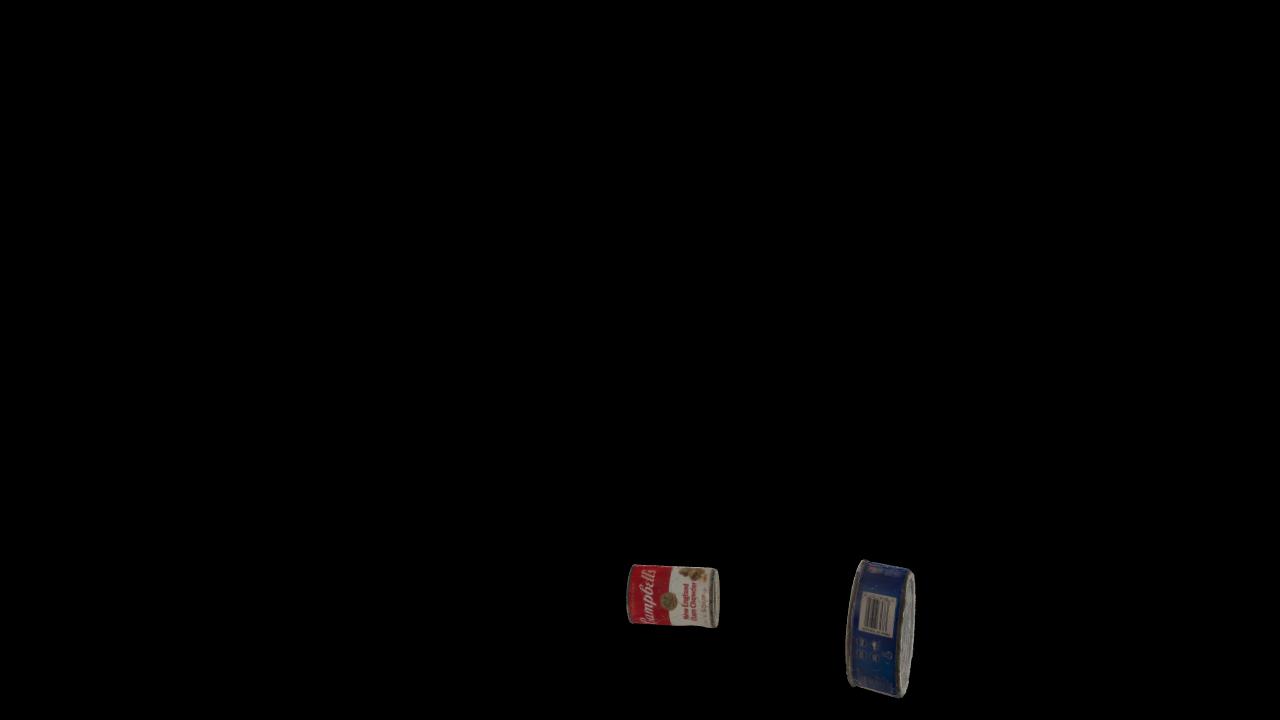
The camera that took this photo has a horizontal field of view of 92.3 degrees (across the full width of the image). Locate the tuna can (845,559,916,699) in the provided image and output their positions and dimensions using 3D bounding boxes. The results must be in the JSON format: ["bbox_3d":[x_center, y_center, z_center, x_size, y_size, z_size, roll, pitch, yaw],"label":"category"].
[{"bbox_3d":[0.166,0.182,0.421,0.034,0.084,0.084,2,1,30],"label":"tuna can"}]

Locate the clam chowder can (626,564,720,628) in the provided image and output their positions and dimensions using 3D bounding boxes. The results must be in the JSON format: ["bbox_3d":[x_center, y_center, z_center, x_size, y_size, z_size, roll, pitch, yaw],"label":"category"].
[{"bbox_3d":[0.041,0.280,0.730,0.102,0.068,0.068,-2,0,13],"label":"clam chowder can"}]
